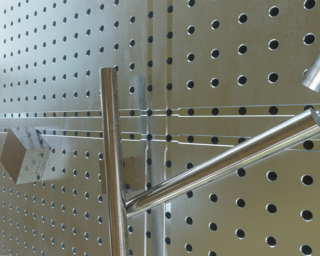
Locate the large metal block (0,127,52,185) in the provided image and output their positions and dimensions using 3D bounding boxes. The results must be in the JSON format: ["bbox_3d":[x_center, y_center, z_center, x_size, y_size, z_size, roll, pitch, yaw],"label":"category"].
[{"bbox_3d":[-0.267,0.052,0.614,0.080,0.050,0.079,38,113,33],"label":"large metal block"}]

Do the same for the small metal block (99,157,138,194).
[{"bbox_3d":[-0.063,0.071,0.461,0.050,0.025,0.050,-11,83,39],"label":"small metal block"}]

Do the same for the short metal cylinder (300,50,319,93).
[{"bbox_3d":[0.161,-0.040,0.241,0.080,0.081,0.050,39,114,33],"label":"short metal cylinder"}]

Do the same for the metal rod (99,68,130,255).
[{"bbox_3d":[-0.062,0.065,0.428,0.025,0.025,0.298,-9,83,39],"label":"metal rod"}]

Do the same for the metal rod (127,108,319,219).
[{"bbox_3d":[0.043,0.059,0.373,0.299,0.025,0.025,-33,70,35],"label":"metal rod"}]
